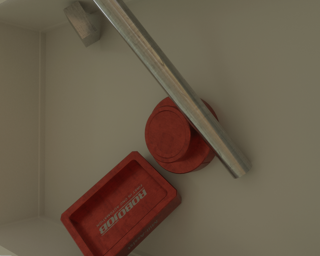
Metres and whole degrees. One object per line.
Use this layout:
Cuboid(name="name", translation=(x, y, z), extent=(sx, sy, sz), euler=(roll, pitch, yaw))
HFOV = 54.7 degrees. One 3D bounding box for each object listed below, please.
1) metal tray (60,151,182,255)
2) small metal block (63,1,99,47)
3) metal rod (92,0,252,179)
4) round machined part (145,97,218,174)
Cuboid(name="metal tray", translation=(-0.049, 0.103, 0.394), extent=(0.130, 0.030, 0.090), euler=(-42, 57, -11))
Cuboid(name="small metal block", translation=(-0.119, -0.157, 0.473), extent=(0.025, 0.050, 0.050), euler=(-34, 94, -6))
Cuboid(name="metal rod", translation=(-0.004, -0.070, 0.330), extent=(0.025, 0.025, 0.300), euler=(-37, 92, 33))
Cuboid(name="round machined part", translation=(0.020, 0.007, 0.378), extent=(0.098, 0.042, 0.097), euler=(0, 90, 39))
